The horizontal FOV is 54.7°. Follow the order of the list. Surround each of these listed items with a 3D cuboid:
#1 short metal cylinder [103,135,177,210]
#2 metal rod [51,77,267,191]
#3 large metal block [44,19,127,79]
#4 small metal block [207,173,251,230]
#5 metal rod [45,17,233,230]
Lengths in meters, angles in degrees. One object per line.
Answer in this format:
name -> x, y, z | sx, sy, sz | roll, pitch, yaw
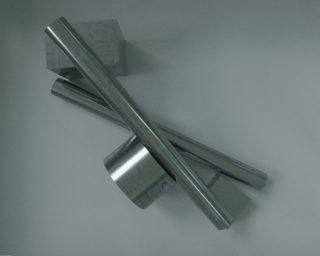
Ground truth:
short metal cylinder -> -0.023, 0.052, 0.381 | 0.050, 0.080, 0.080 | -40, 91, 0
metal rod -> 0.000, 0.008, 0.410 | 0.301, 0.025, 0.025 | 25, 90, -1
large metal block -> -0.087, -0.093, 0.382 | 0.081, 0.080, 0.050 | -4, 90, -1
small metal block -> 0.082, 0.096, 0.411 | 0.050, 0.025, 0.050 | 38, 90, -1
metal rod -> -0.014, 0.005, 0.352 | 0.025, 0.025, 0.300 | -40, 103, 0
